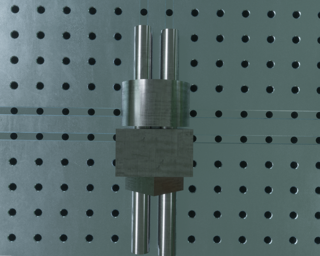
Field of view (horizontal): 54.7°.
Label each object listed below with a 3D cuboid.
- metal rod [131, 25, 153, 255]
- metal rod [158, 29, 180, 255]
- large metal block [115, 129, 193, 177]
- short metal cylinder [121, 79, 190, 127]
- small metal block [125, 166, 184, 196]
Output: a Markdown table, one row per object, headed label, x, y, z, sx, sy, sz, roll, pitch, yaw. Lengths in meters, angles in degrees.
| label | x | y | z | sx | sy | sz | roll | pitch | yaw |
| --- | --- | --- | --- | --- | --- | --- | --- | --- | --- |
| metal rod | -0.024 | 0.015 | 0.414 | 0.025 | 0.025 | 0.298 | 1 | 90 | -1 |
| metal rod | 0.012 | 0.020 | 0.415 | 0.025 | 0.025 | 0.298 | 1 | 90 | -1 |
| large metal block | -0.006 | 0.026 | 0.361 | 0.081 | 0.080 | 0.050 | 0 | 90 | -1 |
| short metal cylinder | -0.005 | -0.027 | 0.365 | 0.081 | 0.080 | 0.050 | 1 | 90 | -1 |
| small metal block | -0.007 | 0.063 | 0.378 | 0.050 | 0.050 | 0.025 | 1 | 90 | -45 |
